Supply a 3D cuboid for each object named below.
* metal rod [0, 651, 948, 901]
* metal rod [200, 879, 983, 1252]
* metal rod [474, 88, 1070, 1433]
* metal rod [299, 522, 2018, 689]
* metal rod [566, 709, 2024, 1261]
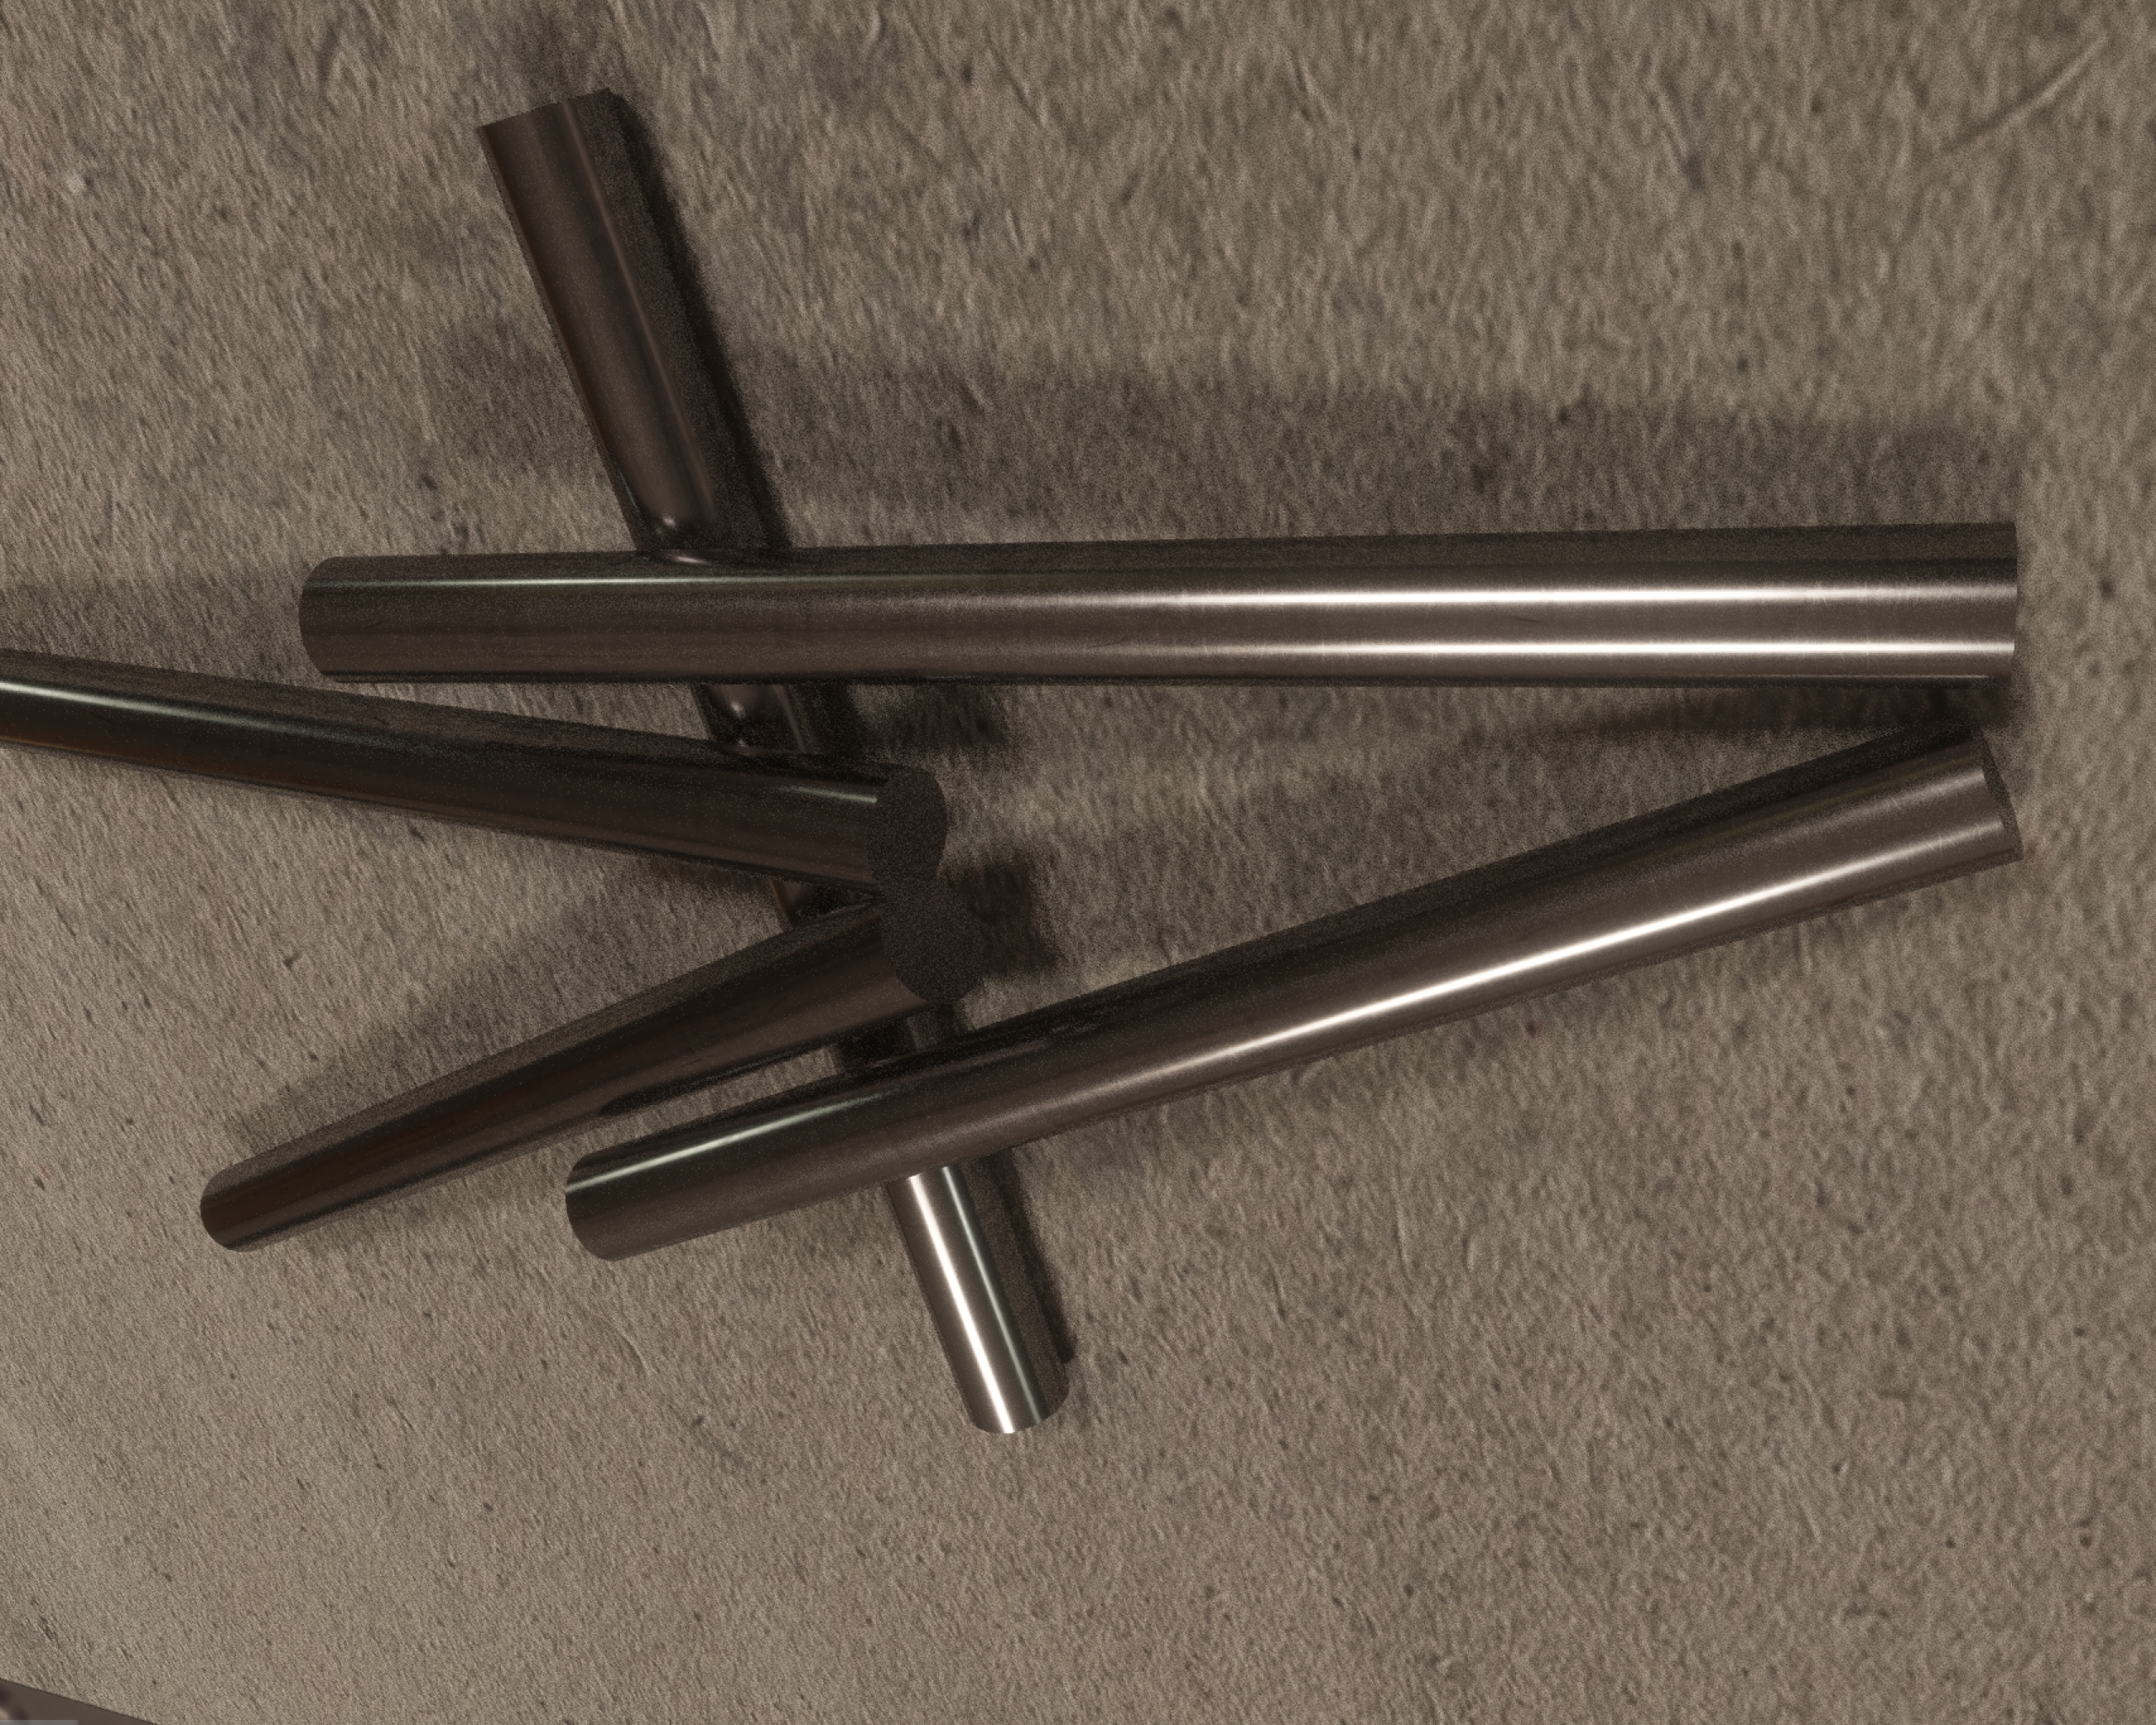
[{"bbox_3d":[-0.160,-0.025,0.457,0.300,0.025,0.025,9,122,30],"label":"metal rod"},{"bbox_3d":[-0.132,0.056,0.492,0.299,0.025,0.025,-22,107,41],"label":"metal rod"},{"bbox_3d":[-0.055,-0.005,0.433,0.025,0.025,0.298,-3,117,29],"label":"metal rod"},{"bbox_3d":[-0.003,-0.043,0.361,0.301,0.025,0.025,2,120,19],"label":"metal rod"},{"bbox_3d":[0.019,0.032,0.397,0.300,0.025,0.025,-20,108,28],"label":"metal rod"}]
